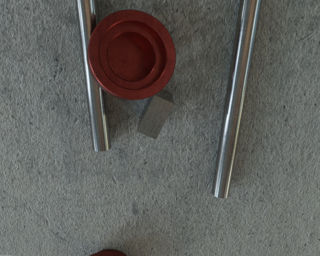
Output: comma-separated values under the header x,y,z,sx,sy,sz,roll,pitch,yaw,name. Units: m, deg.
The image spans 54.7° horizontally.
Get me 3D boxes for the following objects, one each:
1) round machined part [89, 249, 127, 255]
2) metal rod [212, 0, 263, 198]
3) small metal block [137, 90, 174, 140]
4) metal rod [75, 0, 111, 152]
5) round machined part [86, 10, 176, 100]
x,y,z,sx,sy,sz,roll,pitch,yaw,name
-0.080,0.231,0.485,0.099,0.042,0.097,0,110,0,round machined part
0.097,-0.045,0.394,0.025,0.025,0.298,4,110,-2,metal rod
-0.006,-0.021,0.389,0.025,0.050,0.050,24,108,-9,small metal block
-0.083,-0.113,0.367,0.025,0.025,0.298,-2,110,0,metal rod
-0.035,-0.081,0.358,0.099,0.042,0.097,-1,94,-19,round machined part
